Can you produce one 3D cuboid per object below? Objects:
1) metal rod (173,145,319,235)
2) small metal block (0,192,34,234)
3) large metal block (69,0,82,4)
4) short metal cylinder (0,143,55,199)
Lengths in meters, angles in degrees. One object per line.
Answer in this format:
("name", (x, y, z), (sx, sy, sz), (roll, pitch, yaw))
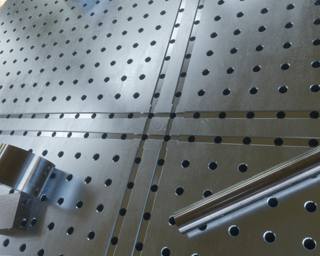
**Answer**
("metal rod", (0.152, 0.034, 0.307), (0.300, 0.025, 0.025), (-28, 52, 10))
("small metal block", (-0.215, 0.123, 0.446), (0.050, 0.025, 0.050), (-12, 56, 21))
("large metal block", (-0.194, -0.337, 0.701), (0.080, 0.050, 0.080), (32, 79, 38))
("short metal cylinder", (-0.198, 0.062, 0.439), (0.080, 0.080, 0.050), (7, 65, 31))
